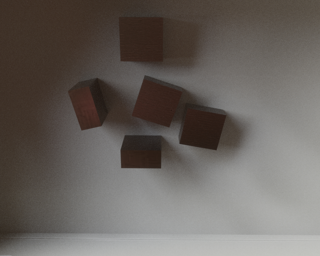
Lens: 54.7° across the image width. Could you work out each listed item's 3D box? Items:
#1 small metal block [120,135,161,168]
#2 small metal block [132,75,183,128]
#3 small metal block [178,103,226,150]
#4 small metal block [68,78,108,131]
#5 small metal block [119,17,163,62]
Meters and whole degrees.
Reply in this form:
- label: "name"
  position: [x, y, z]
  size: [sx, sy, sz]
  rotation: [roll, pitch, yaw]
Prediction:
- label: "small metal block"
  position: [-0.024, 0.030, 0.409]
  size: [0.050, 0.050, 0.025]
  rotation: [1, 110, 0]
- label: "small metal block"
  position: [-0.004, -0.034, 0.398]
  size: [0.050, 0.025, 0.050]
  rotation: [17, 109, -7]
- label: "small metal block"
  position: [0.055, -0.002, 0.411]
  size: [0.050, 0.025, 0.050]
  rotation: [10, 110, -4]
- label: "small metal block"
  position: [-0.088, -0.031, 0.386]
  size: [0.025, 0.050, 0.050]
  rotation: [-12, 110, 4]
- label: "small metal block"
  position: [-0.022, -0.107, 0.372]
  size: [0.050, 0.025, 0.050]
  rotation: [0, 110, 0]
